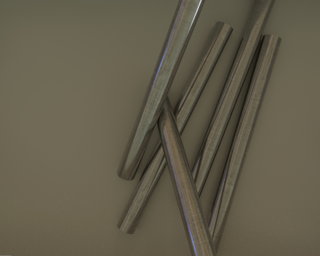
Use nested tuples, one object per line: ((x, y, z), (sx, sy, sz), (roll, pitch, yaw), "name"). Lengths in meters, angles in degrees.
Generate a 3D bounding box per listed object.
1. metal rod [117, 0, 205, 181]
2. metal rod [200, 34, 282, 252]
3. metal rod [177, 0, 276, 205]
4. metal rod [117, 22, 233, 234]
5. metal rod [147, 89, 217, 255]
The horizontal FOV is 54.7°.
((0.006, -0.063, 0.350), (0.025, 0.025, 0.298), (22, 115, 0), "metal rod")
((0.106, 0.023, 0.411), (0.025, 0.025, 0.298), (17, 90, 0), "metal rod")
((0.088, -0.034, 0.411), (0.025, 0.025, 0.299), (21, 90, 0), "metal rod")
((0.020, 0.000, 0.411), (0.025, 0.025, 0.299), (26, 90, 0), "metal rod")
((0.030, 0.075, 0.346), (0.025, 0.025, 0.299), (-15, 63, 0), "metal rod")
